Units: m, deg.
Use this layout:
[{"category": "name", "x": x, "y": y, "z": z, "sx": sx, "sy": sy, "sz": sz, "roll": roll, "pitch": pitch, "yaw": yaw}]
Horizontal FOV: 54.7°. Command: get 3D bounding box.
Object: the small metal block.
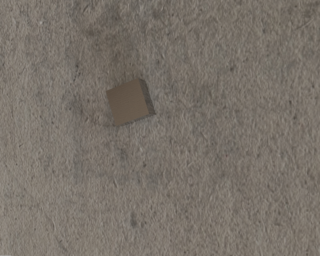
[{"category": "small metal block", "x": -0.040, "y": -0.034, "z": 0.422, "sx": 0.050, "sy": 0.025, "sz": 0.050, "roll": -19, "pitch": 84, "yaw": 18}]
